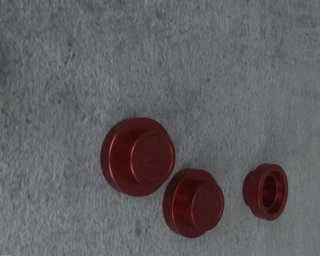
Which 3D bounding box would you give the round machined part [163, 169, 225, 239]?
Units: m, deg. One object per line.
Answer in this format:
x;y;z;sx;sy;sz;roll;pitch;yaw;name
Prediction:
0.054;0.108;0.442;0.099;0.042;0.097;0;90;-40;round machined part

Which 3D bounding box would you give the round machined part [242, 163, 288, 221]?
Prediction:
0.184;0.111;0.552;0.099;0.042;0.097;0;90;-40;round machined part

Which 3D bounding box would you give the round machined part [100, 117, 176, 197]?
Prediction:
-0.019;0.036;0.379;0.099;0.042;0.097;0;90;-40;round machined part
